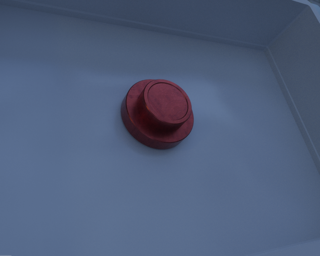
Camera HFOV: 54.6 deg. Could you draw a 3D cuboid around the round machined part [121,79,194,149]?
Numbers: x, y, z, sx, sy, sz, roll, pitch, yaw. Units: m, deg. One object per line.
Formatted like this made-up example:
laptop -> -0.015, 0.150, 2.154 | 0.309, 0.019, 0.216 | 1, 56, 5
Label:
round machined part -> 0.002, -0.025, 0.407 | 0.099, 0.042, 0.098 | 13, 56, -21
